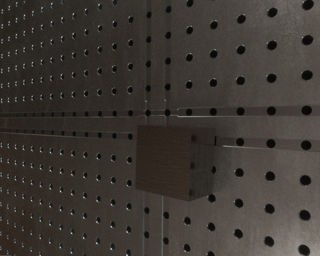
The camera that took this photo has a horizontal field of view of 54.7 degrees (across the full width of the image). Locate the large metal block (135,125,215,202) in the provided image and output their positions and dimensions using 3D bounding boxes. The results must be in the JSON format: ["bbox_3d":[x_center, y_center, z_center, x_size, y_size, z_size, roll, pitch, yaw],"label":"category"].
[{"bbox_3d":[0.018,0.038,0.377,0.080,0.050,0.079,3,92,39],"label":"large metal block"}]
